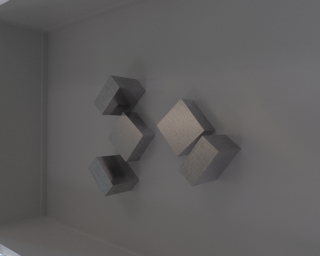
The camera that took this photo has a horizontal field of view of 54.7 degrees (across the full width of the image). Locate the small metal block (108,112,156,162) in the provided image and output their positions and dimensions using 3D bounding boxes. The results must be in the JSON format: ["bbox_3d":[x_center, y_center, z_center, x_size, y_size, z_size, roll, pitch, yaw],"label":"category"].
[{"bbox_3d":[-0.041,0.012,0.441,0.050,0.025,0.050,48,118,29],"label":"small metal block"}]

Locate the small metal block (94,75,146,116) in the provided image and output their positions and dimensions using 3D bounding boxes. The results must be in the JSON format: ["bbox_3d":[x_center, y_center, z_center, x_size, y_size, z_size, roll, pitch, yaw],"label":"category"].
[{"bbox_3d":[-0.057,-0.044,0.437,0.050,0.050,0.025,-52,60,27],"label":"small metal block"}]

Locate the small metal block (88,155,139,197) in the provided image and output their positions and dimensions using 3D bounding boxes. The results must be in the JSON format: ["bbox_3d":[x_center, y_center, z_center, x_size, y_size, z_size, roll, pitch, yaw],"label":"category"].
[{"bbox_3d":[-0.066,0.067,0.446,0.025,0.050,0.050,-52,60,27],"label":"small metal block"}]

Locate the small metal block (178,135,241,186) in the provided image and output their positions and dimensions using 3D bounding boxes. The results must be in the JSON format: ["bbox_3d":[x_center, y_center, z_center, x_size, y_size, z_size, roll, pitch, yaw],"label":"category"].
[{"bbox_3d":[0.056,0.035,0.345,0.025,0.050,0.050,47,118,30],"label":"small metal block"}]

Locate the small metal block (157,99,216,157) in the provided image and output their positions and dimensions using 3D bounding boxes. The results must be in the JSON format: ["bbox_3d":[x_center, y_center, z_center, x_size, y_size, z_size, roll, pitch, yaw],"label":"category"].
[{"bbox_3d":[0.031,0.000,0.381,0.050,0.025,0.050,-48,62,29],"label":"small metal block"}]
